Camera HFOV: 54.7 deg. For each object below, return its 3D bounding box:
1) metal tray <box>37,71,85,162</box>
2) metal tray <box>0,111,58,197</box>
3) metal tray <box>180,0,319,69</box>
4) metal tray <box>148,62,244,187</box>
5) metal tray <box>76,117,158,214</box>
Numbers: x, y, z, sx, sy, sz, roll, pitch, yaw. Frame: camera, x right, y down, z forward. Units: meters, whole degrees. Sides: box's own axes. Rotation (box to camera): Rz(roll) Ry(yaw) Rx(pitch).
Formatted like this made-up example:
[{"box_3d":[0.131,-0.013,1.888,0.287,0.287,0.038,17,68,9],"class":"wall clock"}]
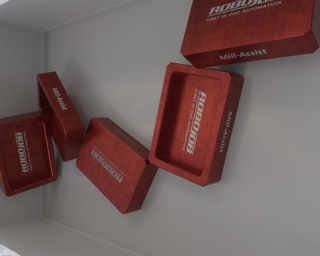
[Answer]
[{"box_3d":[-0.169,-0.019,0.519,0.130,0.030,0.089,56,147,25],"class":"metal tray"},{"box_3d":[-0.233,0.043,0.532,0.030,0.091,0.129,25,123,47],"class":"metal tray"},{"box_3d":[0.089,-0.113,0.310,0.130,0.030,0.090,1,69,40],"class":"metal tray"},{"box_3d":[0.039,-0.007,0.370,0.090,0.030,0.129,19,102,38],"class":"metal tray"},{"box_3d":[-0.067,0.052,0.459,0.130,0.030,0.089,35,112,34],"class":"metal tray"}]
